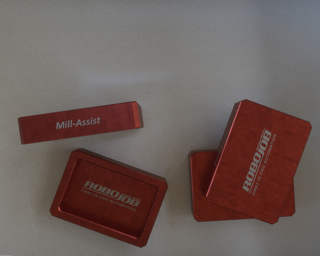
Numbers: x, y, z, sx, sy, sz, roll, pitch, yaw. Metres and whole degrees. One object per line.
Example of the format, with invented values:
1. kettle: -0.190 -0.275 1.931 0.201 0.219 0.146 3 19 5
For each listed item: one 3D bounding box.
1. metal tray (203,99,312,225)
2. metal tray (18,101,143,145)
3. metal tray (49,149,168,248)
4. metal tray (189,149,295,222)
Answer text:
1. metal tray: 0.117 0.040 0.380 0.090 0.030 0.129 20 90 -1
2. metal tray: -0.088 -0.006 0.377 0.131 0.090 0.030 -8 90 -1
3. metal tray: -0.065 0.090 0.408 0.131 0.030 0.090 20 90 -1
4. metal tray: 0.106 0.072 0.410 0.131 0.030 0.089 -3 90 -1
